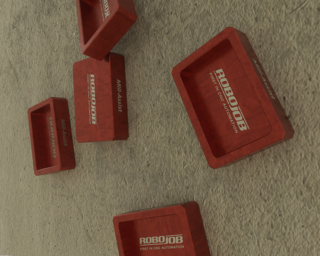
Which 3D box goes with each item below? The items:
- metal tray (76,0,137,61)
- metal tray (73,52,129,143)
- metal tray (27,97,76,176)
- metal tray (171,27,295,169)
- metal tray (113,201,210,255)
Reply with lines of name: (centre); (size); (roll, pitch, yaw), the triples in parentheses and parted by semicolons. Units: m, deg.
metal tray: (-0.082, -0.172, 0.445); (0.090, 0.030, 0.130); (-39, 50, 33)
metal tray: (-0.093, -0.044, 0.479); (0.090, 0.030, 0.129); (-6, 86, 39)
metal tray: (-0.200, 0.017, 0.567); (0.090, 0.030, 0.129); (-16, 80, 39)
metal tray: (0.074, -0.031, 0.340); (0.090, 0.030, 0.130); (-32, 70, 35)
metal tray: (-0.001, 0.150, 0.402); (0.130, 0.030, 0.090); (-21, 77, 38)
